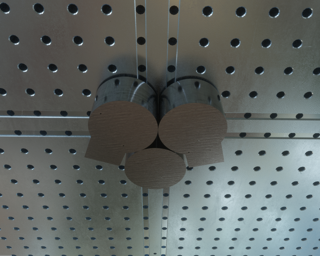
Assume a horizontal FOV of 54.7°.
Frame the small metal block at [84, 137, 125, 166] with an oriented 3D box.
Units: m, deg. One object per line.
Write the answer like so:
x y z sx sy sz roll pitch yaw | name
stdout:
-0.071 0.021 0.424 0.050 0.025 0.050 16 128 -14 | small metal block

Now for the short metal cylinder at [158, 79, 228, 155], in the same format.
0.038 -0.013 0.380 0.081 0.050 0.079 0 130 0 | short metal cylinder

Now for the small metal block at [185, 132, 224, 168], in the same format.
0.059 0.025 0.430 0.050 0.025 0.050 -11 130 9 | small metal block

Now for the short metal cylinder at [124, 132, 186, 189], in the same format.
-0.006 0.039 0.423 0.081 0.050 0.079 0 130 0 | short metal cylinder

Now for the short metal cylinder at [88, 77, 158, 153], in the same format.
-0.043 -0.015 0.377 0.081 0.050 0.079 0 130 0 | short metal cylinder
